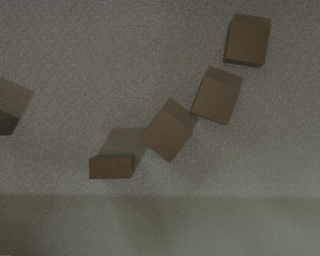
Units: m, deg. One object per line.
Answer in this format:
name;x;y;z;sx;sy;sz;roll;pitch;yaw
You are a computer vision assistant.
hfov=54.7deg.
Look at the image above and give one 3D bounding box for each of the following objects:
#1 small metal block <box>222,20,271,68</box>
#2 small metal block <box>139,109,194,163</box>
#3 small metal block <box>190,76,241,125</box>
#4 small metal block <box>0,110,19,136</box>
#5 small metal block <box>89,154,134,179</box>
small metal block;0.114;-0.111;0.412;0.050;0.025;0.050;9;90;0
small metal block;0.008;0.011;0.411;0.050;0.025;0.050;37;90;0
small metal block;0.073;-0.035;0.412;0.050;0.025;0.050;20;90;0
small metal block;-0.220;-0.012;0.397;0.050;0.050;0.025;24;90;0
small metal block;-0.060;0.049;0.398;0.050;0.050;0.025;-1;90;0
